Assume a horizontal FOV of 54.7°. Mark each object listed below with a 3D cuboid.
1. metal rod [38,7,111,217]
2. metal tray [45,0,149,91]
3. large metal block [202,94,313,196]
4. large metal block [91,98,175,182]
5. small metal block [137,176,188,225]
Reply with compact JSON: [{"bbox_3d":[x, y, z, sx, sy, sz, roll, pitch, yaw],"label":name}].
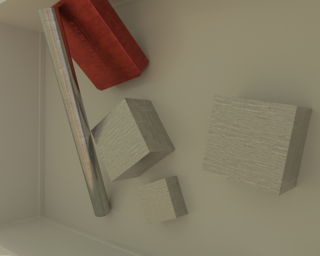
[{"bbox_3d":[-0.113,-0.008,0.429,0.025,0.025,0.298,7,116,39],"label":"metal rod"},{"bbox_3d":[-0.087,-0.119,0.421,0.090,0.030,0.130,-13,125,39],"label":"metal tray"},{"bbox_3d":[0.096,0.013,0.311,0.080,0.050,0.079,14,99,38],"label":"large metal block"},{"bbox_3d":[-0.039,0.016,0.420,0.080,0.050,0.080,-39,66,32],"label":"large metal block"},{"bbox_3d":[0.003,0.094,0.403,0.050,0.025,0.050,-26,74,36],"label":"small metal block"}]
